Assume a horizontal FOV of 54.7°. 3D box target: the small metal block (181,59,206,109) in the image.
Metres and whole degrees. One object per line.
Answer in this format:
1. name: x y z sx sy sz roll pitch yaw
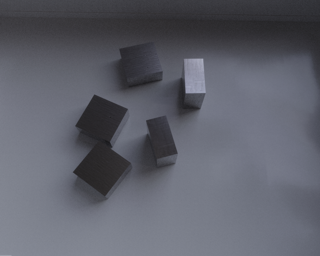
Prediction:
1. small metal block: 0.044 -0.059 0.418 0.025 0.050 0.050 -1 70 -1

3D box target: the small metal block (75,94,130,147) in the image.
1. small metal block: -0.075 -0.009 0.412 0.050 0.025 0.050 24 72 8

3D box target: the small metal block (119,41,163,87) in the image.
1. small metal block: -0.027 -0.091 0.443 0.050 0.025 0.050 -14 71 -5

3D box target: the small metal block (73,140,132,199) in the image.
1. small metal block: -0.071 0.053 0.390 0.050 0.025 0.050 34 73 11

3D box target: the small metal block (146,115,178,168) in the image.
1. small metal block: 0.002 0.019 0.390 0.025 0.050 0.050 -15 71 -5
